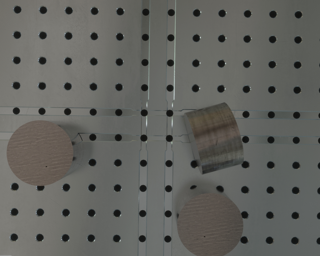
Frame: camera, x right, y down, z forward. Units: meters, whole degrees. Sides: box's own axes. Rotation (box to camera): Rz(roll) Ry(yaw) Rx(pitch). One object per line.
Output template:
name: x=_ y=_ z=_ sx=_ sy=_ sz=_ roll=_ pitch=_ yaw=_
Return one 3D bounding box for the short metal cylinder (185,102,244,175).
short metal cylinder: x=0.066 y=0.013 z=0.386 sx=0.050 sy=0.080 sz=0.080 roll=-15 pitch=90 yaw=0

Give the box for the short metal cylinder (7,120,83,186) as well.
short metal cylinder: x=-0.145 y=0.030 z=0.400 sx=0.081 sy=0.050 sz=0.079 roll=0 pitch=90 yaw=0

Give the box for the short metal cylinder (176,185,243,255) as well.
short metal cylinder: x=0.061 y=0.119 z=0.401 sx=0.081 sy=0.050 sz=0.079 roll=0 pitch=90 yaw=0
